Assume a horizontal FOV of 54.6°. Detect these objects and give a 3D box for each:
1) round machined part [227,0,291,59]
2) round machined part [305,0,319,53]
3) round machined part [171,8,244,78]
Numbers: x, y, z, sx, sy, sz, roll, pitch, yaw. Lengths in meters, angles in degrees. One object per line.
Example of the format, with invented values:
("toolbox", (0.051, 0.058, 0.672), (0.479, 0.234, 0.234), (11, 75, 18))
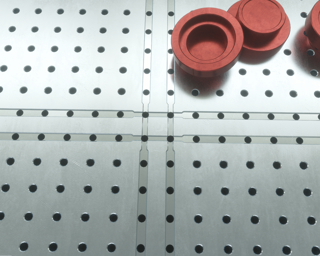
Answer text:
("round machined part", (0.145, -0.156, 0.461), (0.099, 0.042, 0.098), (0, 70, 0))
("round machined part", (0.263, -0.144, 0.457), (0.099, 0.042, 0.098), (0, 70, 0))
("round machined part", (0.067, -0.116, 0.440), (0.098, 0.042, 0.098), (-2, 75, 8))
